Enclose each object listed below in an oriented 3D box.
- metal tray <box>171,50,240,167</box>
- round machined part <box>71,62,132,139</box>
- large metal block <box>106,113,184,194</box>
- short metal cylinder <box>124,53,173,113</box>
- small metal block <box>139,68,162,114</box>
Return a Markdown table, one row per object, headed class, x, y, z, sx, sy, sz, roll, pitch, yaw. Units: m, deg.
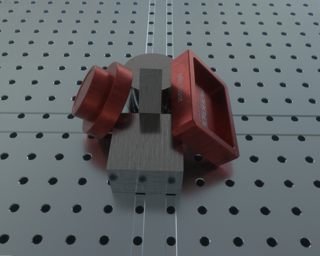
| class | x | y | z | sx | sy | sz | roll | pitch | yaw |
| --- | --- | --- | --- | --- | --- | --- | --- | --- | --- |
| metal tray | 0.055 | -0.027 | 0.390 | 0.030 | 0.090 | 0.130 | -30 | 40 | 32 |
| round machined part | -0.077 | -0.039 | 0.387 | 0.042 | 0.098 | 0.098 | 24 | 45 | -24 |
| large metal block | -0.014 | 0.029 | 0.366 | 0.080 | 0.050 | 0.080 | 2 | 50 | 1 |
| short metal cylinder | -0.011 | -0.062 | 0.442 | 0.080 | 0.050 | 0.080 | 0 | 50 | 0 |
| small metal block | -0.012 | -0.043 | 0.372 | 0.025 | 0.050 | 0.050 | 2 | 92 | -2 |
